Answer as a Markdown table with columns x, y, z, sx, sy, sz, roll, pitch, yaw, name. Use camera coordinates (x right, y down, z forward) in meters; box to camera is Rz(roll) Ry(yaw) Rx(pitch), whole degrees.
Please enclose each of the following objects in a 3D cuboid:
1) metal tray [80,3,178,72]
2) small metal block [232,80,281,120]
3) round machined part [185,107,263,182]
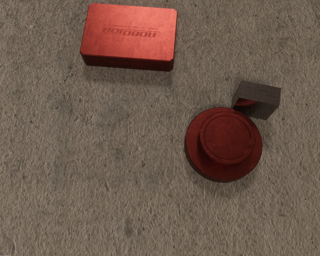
| x | y | z | sx | sy | sz | roll | pitch | yaw | name |
| --- | --- | --- | --- | --- | --- | --- | --- | --- | --- |
| -0.043 | -0.133 | 0.454 | 0.131 | 0.030 | 0.090 | 5 | 70 | 1 | metal tray |
| 0.125 | -0.036 | 0.409 | 0.050 | 0.050 | 0.025 | 12 | 71 | 4 | small metal block |
| 0.082 | 0.017 | 0.394 | 0.099 | 0.042 | 0.098 | 0 | 70 | -1 | round machined part |
